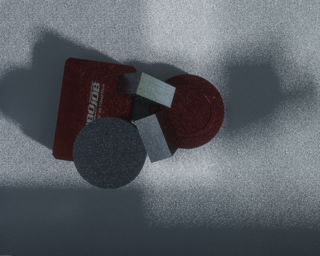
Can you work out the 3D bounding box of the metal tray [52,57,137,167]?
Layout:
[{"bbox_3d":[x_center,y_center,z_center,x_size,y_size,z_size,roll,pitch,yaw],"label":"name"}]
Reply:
[{"bbox_3d":[-0.083,-0.020,0.404,0.091,0.030,0.129,8,90,-1],"label":"metal tray"}]

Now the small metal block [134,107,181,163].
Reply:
[{"bbox_3d":[-0.001,0.006,0.358,0.025,0.050,0.050,-19,97,18],"label":"small metal block"}]

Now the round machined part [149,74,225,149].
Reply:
[{"bbox_3d":[0.035,-0.021,0.401,0.099,0.042,0.097,0,90,-1],"label":"round machined part"}]

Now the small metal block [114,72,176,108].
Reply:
[{"bbox_3d":[-0.019,-0.045,0.372,0.050,0.050,0.025,19,83,-37],"label":"small metal block"}]

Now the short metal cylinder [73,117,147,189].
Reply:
[{"bbox_3d":[-0.056,0.027,0.367,0.081,0.050,0.079,0,90,-1],"label":"short metal cylinder"}]
